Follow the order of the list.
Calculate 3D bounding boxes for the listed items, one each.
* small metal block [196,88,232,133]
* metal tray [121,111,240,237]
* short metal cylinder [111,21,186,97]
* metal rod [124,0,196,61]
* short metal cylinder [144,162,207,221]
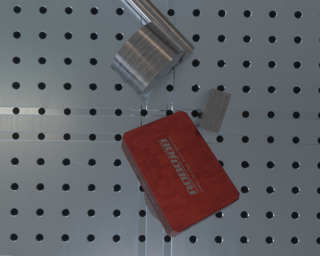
[{"bbox_3d":[0.067,-0.021,0.401,0.025,0.050,0.050,18,90,0],"label":"small metal block"},{"bbox_3d":[0.021,0.050,0.372,0.091,0.030,0.130,-22,67,-21],"label":"metal tray"},{"bbox_3d":[-0.014,-0.084,0.386,0.050,0.080,0.080,44,90,0],"label":"short metal cylinder"},{"bbox_3d":[-0.065,-0.207,0.412,0.025,0.025,0.300,-44,90,0],"label":"metal rod"},{"bbox_3d":[0.021,0.079,0.401,0.081,0.050,0.079,0,90,0],"label":"short metal cylinder"}]
